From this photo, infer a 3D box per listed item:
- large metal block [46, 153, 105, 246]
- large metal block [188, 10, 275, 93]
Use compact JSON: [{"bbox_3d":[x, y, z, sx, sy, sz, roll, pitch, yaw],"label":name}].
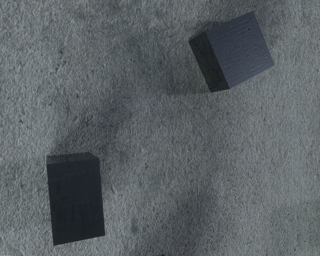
[{"bbox_3d":[-0.096,0.072,0.344,0.050,0.080,0.079,-5,92,-20],"label":"large metal block"},{"bbox_3d":[0.099,-0.104,0.432,0.081,0.050,0.080,-28,100,-18],"label":"large metal block"}]
